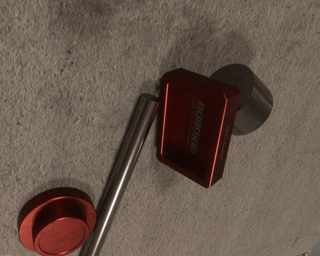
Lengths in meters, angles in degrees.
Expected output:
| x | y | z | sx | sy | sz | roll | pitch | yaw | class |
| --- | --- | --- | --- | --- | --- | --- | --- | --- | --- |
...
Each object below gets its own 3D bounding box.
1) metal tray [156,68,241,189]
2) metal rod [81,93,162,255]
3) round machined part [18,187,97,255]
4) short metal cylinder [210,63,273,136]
| x | y | z | sx | sy | sz | roll | pitch | yaw | class |
| --- | --- | --- | --- | --- | --- | --- | --- | --- | --- |
| 0.042 | 0.000 | 0.386 | 0.030 | 0.090 | 0.129 | -27 | 132 | -42 | metal tray |
| -0.064 | 0.092 | 0.430 | 0.025 | 0.025 | 0.298 | 9 | 114 | -33 | metal rod |
| -0.131 | 0.129 | 0.405 | 0.099 | 0.042 | 0.097 | -14 | 125 | -21 | round machined part |
| 0.098 | -0.036 | 0.404 | 0.050 | 0.080 | 0.080 | 32 | 100 | -39 | short metal cylinder |
